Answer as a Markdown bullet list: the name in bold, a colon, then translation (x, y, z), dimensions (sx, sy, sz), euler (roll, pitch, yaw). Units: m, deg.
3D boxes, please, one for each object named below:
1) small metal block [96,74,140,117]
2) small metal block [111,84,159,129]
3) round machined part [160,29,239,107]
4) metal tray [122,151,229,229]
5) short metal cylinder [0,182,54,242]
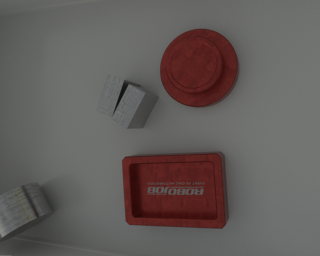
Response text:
- **small metal block**: translation (-0.055, -0.041, 0.416), dimensions (0.025, 0.050, 0.050), euler (21, 97, 18)
- **small metal block**: translation (-0.031, -0.027, 0.407), dimensions (0.025, 0.050, 0.050), euler (31, 100, 17)
- **round machined part**: translation (0.046, -0.075, 0.385), dimensions (0.098, 0.042, 0.097), euler (0, 90, 19)
- **metal tray**: translation (0.018, 0.079, 0.400), dimensions (0.130, 0.030, 0.089), euler (-4, 89, 19)
- **short metal cylinder**: translation (-0.205, 0.122, 0.452), dimensions (0.080, 0.080, 0.050), euler (-34, 79, 16)
